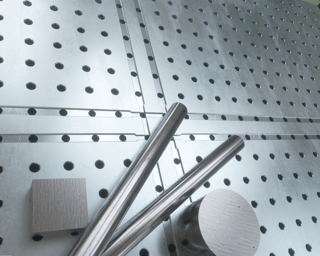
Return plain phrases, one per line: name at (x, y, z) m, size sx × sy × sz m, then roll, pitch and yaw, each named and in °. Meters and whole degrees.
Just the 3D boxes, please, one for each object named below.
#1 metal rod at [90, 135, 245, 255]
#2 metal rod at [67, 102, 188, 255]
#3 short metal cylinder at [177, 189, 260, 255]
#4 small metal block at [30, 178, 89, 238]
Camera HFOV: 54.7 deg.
metal rod at (0.012, 0.084, 0.362) m, size 0.302 × 0.025 × 0.025 m, roll -32°, pitch 80°, yaw -38°
metal rod at (-0.033, 0.063, 0.333) m, size 0.025 × 0.025 × 0.301 m, roll 37°, pitch 45°, yaw -3°
short metal cylinder at (0.066, 0.116, 0.357) m, size 0.081 × 0.050 × 0.080 m, roll 14°, pitch 56°, yaw -21°
small metal block at (-0.100, 0.078, 0.306) m, size 0.050 × 0.025 × 0.050 m, roll 3°, pitch 60°, yaw -27°
